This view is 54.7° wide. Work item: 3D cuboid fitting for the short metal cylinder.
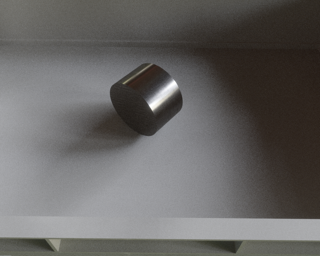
[{"bbox_3d":[-0.018,-0.036,0.400,0.080,0.080,0.050,33,57,24],"label":"short metal cylinder"}]
